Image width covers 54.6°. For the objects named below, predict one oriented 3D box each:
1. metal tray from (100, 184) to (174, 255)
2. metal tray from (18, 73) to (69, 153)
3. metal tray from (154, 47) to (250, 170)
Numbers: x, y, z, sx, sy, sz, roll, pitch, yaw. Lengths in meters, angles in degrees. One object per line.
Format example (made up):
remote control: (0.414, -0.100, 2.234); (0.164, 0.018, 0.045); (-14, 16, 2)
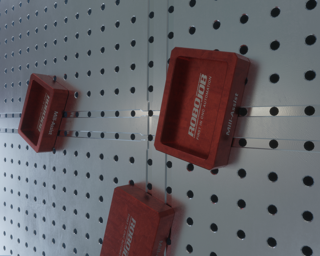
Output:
metal tray: (-0.037, 0.157, 0.438); (0.090, 0.030, 0.129); (22, 104, 38)
metal tray: (-0.227, -0.029, 0.595); (0.090, 0.030, 0.129); (33, 110, 35)
metal tray: (0.046, -0.026, 0.369); (0.090, 0.030, 0.129); (18, 101, 38)
